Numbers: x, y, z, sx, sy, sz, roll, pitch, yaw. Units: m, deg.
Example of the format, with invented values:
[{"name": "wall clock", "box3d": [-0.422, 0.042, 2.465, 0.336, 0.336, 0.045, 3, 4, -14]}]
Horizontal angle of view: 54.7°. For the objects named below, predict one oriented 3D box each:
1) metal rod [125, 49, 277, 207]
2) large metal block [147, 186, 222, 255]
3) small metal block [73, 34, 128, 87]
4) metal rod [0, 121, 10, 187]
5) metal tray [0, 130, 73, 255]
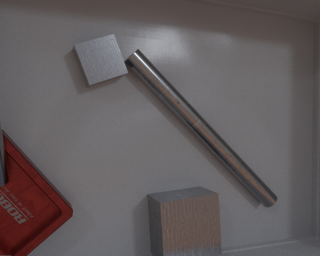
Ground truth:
[{"name": "metal rod", "box3d": [0.066, 0.009, 0.436, 0.300, 0.025, 0.025, 45, 76, -15]}, {"name": "large metal block", "box3d": [0.032, 0.127, 0.410, 0.081, 0.050, 0.079, -4, 92, -20]}, {"name": "small metal block", "box3d": [-0.074, -0.083, 0.384, 0.050, 0.025, 0.050, -22, 98, -19]}, {"name": "metal rod", "box3d": [-0.166, -0.079, 0.271, 0.025, 0.025, 0.298, -6, 116, -20]}, {"name": "metal tray", "box3d": [-0.174, 0.076, 0.343, 0.090, 0.030, 0.130, -41, 103, -16]}]
